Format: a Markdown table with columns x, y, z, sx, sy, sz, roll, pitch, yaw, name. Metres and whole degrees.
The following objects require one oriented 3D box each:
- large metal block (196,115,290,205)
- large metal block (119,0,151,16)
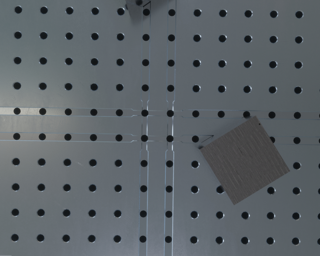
| x | y | z | sx | sy | sz | roll | pitch | yaw | name |
| --- | --- | --- | --- | --- | --- | --- | --- | --- | --- |
| 0.103 | 0.039 | 0.402 | 0.080 | 0.050 | 0.080 | -31 | 90 | 0 | large metal block |
| -0.032 | -0.210 | 0.401 | 0.080 | 0.050 | 0.080 | -35 | 90 | 0 | large metal block |
